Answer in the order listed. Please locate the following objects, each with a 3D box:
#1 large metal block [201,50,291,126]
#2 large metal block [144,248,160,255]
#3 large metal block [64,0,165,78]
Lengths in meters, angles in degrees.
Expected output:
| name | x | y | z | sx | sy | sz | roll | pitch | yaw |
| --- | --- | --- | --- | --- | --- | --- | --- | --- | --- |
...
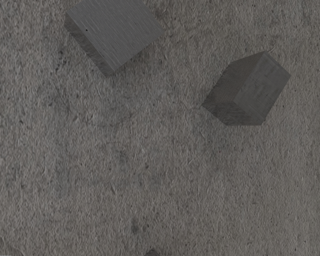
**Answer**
| name | x | y | z | sx | sy | sz | roll | pitch | yaw |
| --- | --- | --- | --- | --- | --- | --- | --- | --- | --- |
| large metal block | 0.115 | -0.050 | 0.422 | 0.050 | 0.080 | 0.080 | 38 | 78 | -16 |
| large metal block | -0.013 | 0.206 | 0.375 | 0.080 | 0.080 | 0.050 | -37 | 102 | -16 |
| large metal block | -0.056 | -0.120 | 0.375 | 0.080 | 0.050 | 0.080 | -42 | 103 | -15 |
